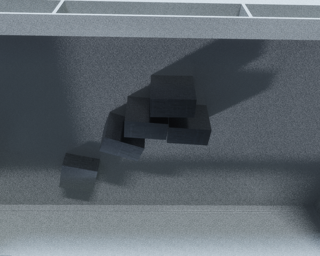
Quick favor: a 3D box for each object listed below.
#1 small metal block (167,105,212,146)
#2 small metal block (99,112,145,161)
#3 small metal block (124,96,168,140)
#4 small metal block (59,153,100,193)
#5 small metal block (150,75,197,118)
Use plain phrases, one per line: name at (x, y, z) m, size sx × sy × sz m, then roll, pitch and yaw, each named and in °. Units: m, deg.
small metal block at (0.034, -0.006, 0.388) m, size 0.050 × 0.050 × 0.025 m, roll 4°, pitch 130°, yaw -4°
small metal block at (-0.047, 0.011, 0.401) m, size 0.050 × 0.050 × 0.025 m, roll 17°, pitch 128°, yaw -15°
small metal block at (-0.017, -0.013, 0.382) m, size 0.050 × 0.050 × 0.025 m, roll 4°, pitch 130°, yaw -4°
small metal block at (-0.121, 0.068, 0.465) m, size 0.050 × 0.025 × 0.050 m, roll 12°, pitch 129°, yaw -11°
small metal block at (0.014, -0.038, 0.361) m, size 0.050 × 0.050 × 0.025 m, roll 1°, pitch 130°, yaw -1°
